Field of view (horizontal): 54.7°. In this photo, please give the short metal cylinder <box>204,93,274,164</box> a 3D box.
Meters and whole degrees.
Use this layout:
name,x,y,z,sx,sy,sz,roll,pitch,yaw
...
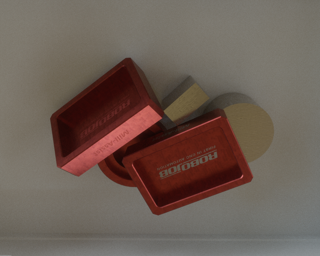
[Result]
name,x,y,z,sx,sy,sz,roll,pitch,yaw
short metal cylinder,0.097,0.000,0.397,0.081,0.050,0.079,0,110,-1

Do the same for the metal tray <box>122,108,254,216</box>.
name,x,y,z,sx,sy,sz,roll,pitch,yaw
metal tray,0.033,0.043,0.372,0.130,0.030,0.090,-24,108,12

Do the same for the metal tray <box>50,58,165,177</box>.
name,x,y,z,sx,sy,sz,roll,pitch,yaw
metal tray,-0.068,-0.014,0.367,0.130,0.090,0.030,-35,138,11

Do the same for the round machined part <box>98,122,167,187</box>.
name,x,y,z,sx,sy,sz,roll,pitch,yaw
round machined part,-0.033,0.026,0.411,0.099,0.042,0.097,0,110,-1

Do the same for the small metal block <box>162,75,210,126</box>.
name,x,y,z,sx,sy,sz,roll,pitch,yaw
small metal block,0.030,-0.035,0.383,0.050,0.050,0.025,-41,105,12
